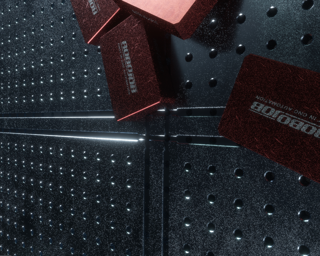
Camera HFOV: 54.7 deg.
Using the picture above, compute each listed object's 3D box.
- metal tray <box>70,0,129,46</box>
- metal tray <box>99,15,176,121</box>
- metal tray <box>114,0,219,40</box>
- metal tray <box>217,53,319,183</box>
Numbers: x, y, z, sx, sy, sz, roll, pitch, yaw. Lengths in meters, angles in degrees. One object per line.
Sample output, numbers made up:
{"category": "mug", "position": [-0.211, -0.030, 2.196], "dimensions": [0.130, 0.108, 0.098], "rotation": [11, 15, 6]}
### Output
{"category": "metal tray", "position": [-0.097, -0.206, 0.484], "dimensions": [0.090, 0.030, 0.130], "rotation": [-34, 69, 34]}
{"category": "metal tray", "position": [-0.035, -0.083, 0.433], "dimensions": [0.090, 0.030, 0.129], "rotation": [-21, 77, 37]}
{"category": "metal tray", "position": [0.008, -0.171, 0.377], "dimensions": [0.130, 0.030, 0.090], "rotation": [37, 90, 33]}
{"category": "metal tray", "position": [0.130, -0.011, 0.298], "dimensions": [0.130, 0.030, 0.089], "rotation": [29, 108, 36]}
